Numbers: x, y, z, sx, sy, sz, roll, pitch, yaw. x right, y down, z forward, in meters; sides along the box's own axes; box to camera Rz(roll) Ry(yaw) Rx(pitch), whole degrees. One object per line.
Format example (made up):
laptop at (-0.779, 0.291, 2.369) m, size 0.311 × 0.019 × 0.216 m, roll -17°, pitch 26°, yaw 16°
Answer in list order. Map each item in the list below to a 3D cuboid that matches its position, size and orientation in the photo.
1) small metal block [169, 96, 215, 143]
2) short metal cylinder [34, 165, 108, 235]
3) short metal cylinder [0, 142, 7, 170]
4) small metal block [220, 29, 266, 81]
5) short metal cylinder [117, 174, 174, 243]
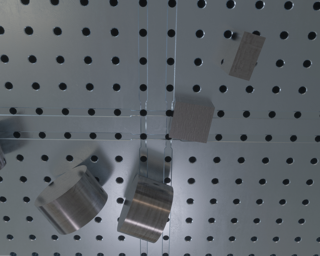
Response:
small metal block at (0.041, -0.011, 0.410) m, size 0.050 × 0.025 × 0.050 m, roll 9°, pitch 110°, yaw -4°
short metal cylinder at (-0.119, 0.095, 0.418) m, size 0.080 × 0.080 × 0.050 m, roll -29°, pitch 108°, yaw 10°
short metal cylinder at (-0.246, 0.033, 0.394) m, size 0.080 × 0.080 × 0.050 m, roll -7°, pitch 110°, yaw 2°
small metal block at (0.097, -0.088, 0.369) m, size 0.025 × 0.050 × 0.050 m, roll 15°, pitch 109°, yaw -6°
short metal cylinder at (-0.021, 0.110, 0.424) m, size 0.050 × 0.080 × 0.079 m, roll 21°, pitch 109°, yaw -8°
